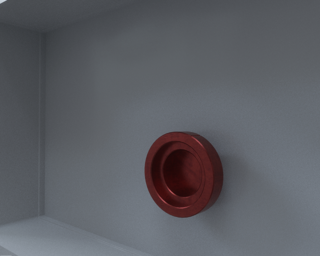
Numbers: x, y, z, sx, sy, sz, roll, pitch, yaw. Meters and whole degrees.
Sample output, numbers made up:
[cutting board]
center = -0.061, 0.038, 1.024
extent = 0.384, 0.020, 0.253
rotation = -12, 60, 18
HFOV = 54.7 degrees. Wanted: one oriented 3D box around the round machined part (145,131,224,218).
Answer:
[round machined part]
center = 0.032, 0.053, 0.368
extent = 0.098, 0.042, 0.097
rotation = 0, 90, 39
